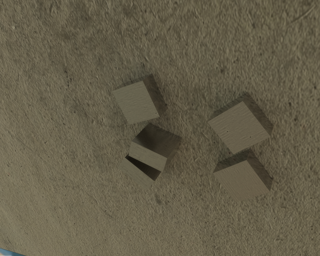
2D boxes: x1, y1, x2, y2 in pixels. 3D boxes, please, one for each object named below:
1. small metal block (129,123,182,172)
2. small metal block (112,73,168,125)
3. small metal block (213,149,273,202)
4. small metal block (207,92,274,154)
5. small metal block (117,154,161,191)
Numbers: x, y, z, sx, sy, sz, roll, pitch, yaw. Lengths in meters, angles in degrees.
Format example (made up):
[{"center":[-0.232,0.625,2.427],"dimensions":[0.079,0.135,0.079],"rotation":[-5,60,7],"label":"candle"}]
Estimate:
[{"center":[-0.006,0.024,0.409],"dimensions":[0.050,0.050,0.025],"rotation":[25,127,13],"label":"small metal block"},{"center":[-0.026,-0.036,0.398],"dimensions":[0.050,0.025,0.050],"rotation":[-13,112,33],"label":"small metal block"},{"center":[0.104,0.061,0.390],"dimensions":[0.050,0.025,0.050],"rotation":[-31,102,38],"label":"small metal block"},{"center":[0.092,-0.005,0.355],"dimensions":[0.050,0.025,0.050],"rotation":[-34,100,38],"label":"small metal block"},{"center":[-0.022,0.050,0.433],"dimensions":[0.050,0.050,0.025],"rotation":[39,129,2],"label":"small metal block"}]
